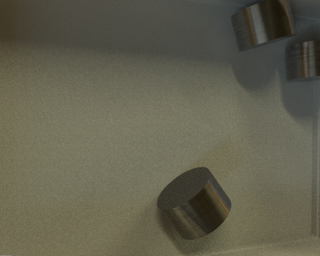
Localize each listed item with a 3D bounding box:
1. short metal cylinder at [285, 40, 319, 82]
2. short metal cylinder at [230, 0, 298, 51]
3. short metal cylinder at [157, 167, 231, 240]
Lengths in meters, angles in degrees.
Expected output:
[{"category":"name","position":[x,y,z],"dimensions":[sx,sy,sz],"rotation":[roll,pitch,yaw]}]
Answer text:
[{"category":"short metal cylinder","position":[0.234,-0.100,0.470],"dimensions":[0.081,0.080,0.050],"rotation":[-5,92,-20]},{"category":"short metal cylinder","position":[0.146,-0.144,0.437],"dimensions":[0.081,0.080,0.050],"rotation":[-18,97,-19]},{"category":"short metal cylinder","position":[0.043,0.095,0.399],"dimensions":[0.080,0.080,0.050],"rotation":[-39,103,-16]}]
